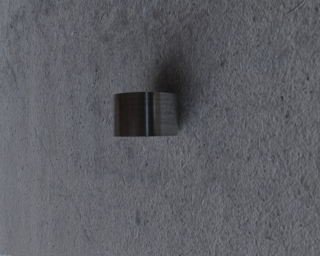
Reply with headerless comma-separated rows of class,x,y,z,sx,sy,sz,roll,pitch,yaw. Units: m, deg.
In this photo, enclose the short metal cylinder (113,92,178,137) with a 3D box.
short metal cylinder,-0.018,-0.015,0.384,0.080,0.081,0.050,-1,90,39
